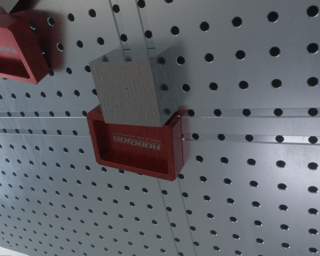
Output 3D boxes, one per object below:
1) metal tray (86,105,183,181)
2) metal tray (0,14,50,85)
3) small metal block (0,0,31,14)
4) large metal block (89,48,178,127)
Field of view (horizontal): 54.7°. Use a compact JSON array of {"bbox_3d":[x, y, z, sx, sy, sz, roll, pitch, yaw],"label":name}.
[{"bbox_3d":[-0.035,0.019,0.438,0.130,0.030,0.089,9,123,23],"label":"metal tray"},{"bbox_3d":[-0.232,-0.116,0.443,0.130,0.030,0.090,13,140,20],"label":"metal tray"},{"bbox_3d":[-0.191,-0.184,0.397,0.050,0.025,0.050,-26,105,37],"label":"small metal block"},{"bbox_3d":[-0.030,-0.050,0.380,0.080,0.050,0.079,4,120,26],"label":"large metal block"}]
